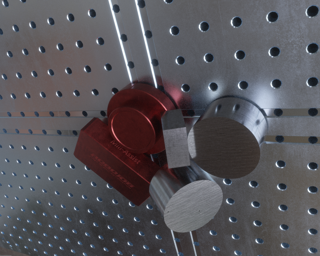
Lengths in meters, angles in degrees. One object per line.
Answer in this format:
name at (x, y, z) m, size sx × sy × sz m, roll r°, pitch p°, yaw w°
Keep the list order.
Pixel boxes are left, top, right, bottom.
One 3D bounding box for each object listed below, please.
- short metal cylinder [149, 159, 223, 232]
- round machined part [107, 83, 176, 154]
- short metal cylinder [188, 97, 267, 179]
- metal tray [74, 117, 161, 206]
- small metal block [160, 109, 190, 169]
short metal cylinder at (0.033, 0.086, 0.398) m, size 0.050 × 0.081 × 0.079 m, roll -131°, pitch 31°, yaw -55°
round machined part at (-0.028, -0.006, 0.406) m, size 0.098 × 0.042 × 0.097 m, roll 13°, pitch 124°, yaw 21°
short metal cylinder at (0.078, 0.011, 0.356) m, size 0.080 × 0.050 × 0.079 m, roll 13°, pitch 124°, yaw 21°
metal tray at (-0.062, 0.053, 0.453) m, size 0.130 × 0.030 × 0.090 m, roll 38°, pitch 144°, yaw 1°
small metal block at (0.018, 0.011, 0.364) m, size 0.025 × 0.050 × 0.050 m, roll -8°, pitch 117°, yaw 1°
